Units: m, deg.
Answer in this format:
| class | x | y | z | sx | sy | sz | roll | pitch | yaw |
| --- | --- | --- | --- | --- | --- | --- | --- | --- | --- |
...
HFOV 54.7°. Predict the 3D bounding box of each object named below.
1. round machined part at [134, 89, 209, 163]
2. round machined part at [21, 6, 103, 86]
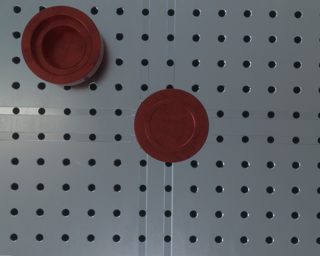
| class | x | y | z | sx | sy | sz | roll | pitch | yaw |
| --- | --- | --- | --- | --- | --- | --- | --- | --- | --- |
| round machined part | 0.015 | -0.003 | 0.405 | 0.099 | 0.042 | 0.097 | 0 | 90 | 0 |
| round machined part | -0.123 | -0.103 | 0.404 | 0.099 | 0.042 | 0.097 | 0 | 90 | 0 |
